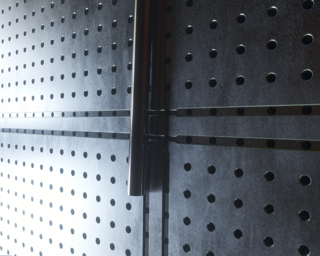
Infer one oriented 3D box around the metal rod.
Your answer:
[{"bbox_3d":[-0.027,-0.056,0.429,0.025,0.025,0.298,4,93,39],"label":"metal rod"}]
